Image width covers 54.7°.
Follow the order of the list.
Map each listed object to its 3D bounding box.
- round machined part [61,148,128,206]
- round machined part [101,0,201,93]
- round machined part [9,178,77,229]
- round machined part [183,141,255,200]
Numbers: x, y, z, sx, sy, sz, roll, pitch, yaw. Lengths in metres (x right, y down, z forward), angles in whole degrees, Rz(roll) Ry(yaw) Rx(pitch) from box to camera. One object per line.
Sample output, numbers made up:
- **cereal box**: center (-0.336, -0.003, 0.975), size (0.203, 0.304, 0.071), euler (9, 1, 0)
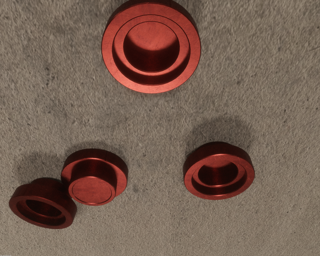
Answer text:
- **round machined part**: center (-0.098, 0.079, 0.462), size (0.099, 0.042, 0.097), euler (-1, 130, 0)
- **round machined part**: center (-0.009, -0.088, 0.321), size (0.099, 0.042, 0.097), euler (-1, 130, 0)
- **round machined part**: center (-0.178, 0.115, 0.484), size (0.099, 0.042, 0.097), euler (6, 135, 6)
- **round machined part**: center (0.082, 0.057, 0.446), size (0.099, 0.042, 0.097), euler (-1, 130, 0)
